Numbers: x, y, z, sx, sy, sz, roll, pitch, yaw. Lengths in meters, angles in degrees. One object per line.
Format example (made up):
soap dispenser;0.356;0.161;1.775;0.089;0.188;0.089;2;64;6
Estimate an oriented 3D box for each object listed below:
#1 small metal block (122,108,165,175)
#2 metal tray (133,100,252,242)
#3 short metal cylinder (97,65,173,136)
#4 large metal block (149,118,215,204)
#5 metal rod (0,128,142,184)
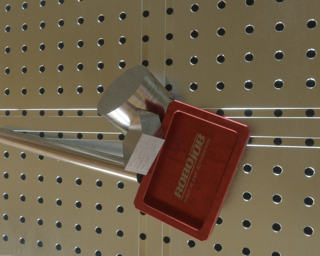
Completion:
small metal block;-0.020;0.015;0.342;0.025;0.050;0.050;17;119;-20
metal tray;0.035;0.044;0.341;0.090;0.030;0.129;22;97;18
short metal cylinder;-0.032;-0.032;0.387;0.080;0.080;0.050;-36;121;16
large metal block;0.015;0.035;0.392;0.080;0.050;0.080;-37;79;16
metal rod;-0.147;0.030;0.432;0.300;0.025;0.025;10;93;30
